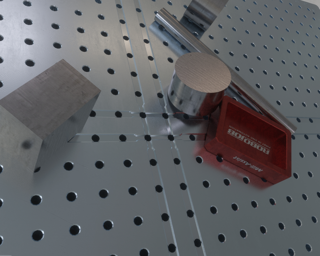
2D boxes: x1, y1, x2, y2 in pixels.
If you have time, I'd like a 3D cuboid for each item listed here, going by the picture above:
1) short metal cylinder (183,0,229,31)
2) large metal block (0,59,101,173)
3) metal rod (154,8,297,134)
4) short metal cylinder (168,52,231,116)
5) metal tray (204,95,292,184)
[{"bbox_3d":[0.085,-0.221,0.554,0.050,0.080,0.080,35,51,-6],"label":"short metal cylinder"},{"bbox_3d":[-0.115,-0.011,0.318,0.050,0.080,0.080,41,51,-1],"label":"large metal block"},{"bbox_3d":[0.110,-0.093,0.524,0.300,0.025,0.025,42,51,0],"label":"metal rod"},{"bbox_3d":[0.056,-0.064,0.448,0.081,0.050,0.080,6,53,-8],"label":"short metal cylinder"},{"bbox_3d":[0.136,0.017,0.467,0.131,0.030,0.090,27,52,-12],"label":"metal tray"}]
